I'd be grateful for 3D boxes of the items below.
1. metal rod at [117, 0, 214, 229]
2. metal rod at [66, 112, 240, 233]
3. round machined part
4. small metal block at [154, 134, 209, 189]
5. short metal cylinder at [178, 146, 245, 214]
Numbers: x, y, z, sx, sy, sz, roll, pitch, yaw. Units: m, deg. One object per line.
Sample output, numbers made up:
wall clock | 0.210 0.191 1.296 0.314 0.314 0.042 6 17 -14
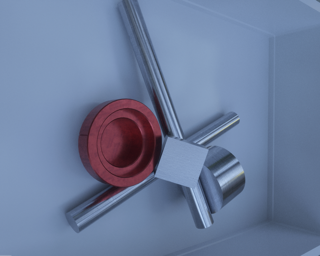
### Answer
metal rod | 0.010 -0.013 0.392 0.025 0.025 0.298 -25 99 -38
metal rod | 0.014 0.043 0.418 0.302 0.025 0.025 -29 108 -37
round machined part | -0.048 0.016 0.355 0.099 0.042 0.097 0 90 -40
small metal block | 0.025 0.040 0.374 0.050 0.025 0.050 18 95 -6
short metal cylinder | 0.069 0.071 0.430 0.050 0.080 0.080 -25 106 -38
